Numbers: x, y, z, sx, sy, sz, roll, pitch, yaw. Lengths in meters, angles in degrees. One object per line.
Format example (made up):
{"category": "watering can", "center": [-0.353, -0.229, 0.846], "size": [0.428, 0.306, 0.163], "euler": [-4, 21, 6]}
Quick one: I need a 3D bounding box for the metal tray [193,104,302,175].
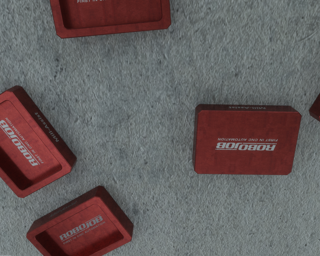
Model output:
{"category": "metal tray", "center": [0.112, 0.016, 0.414], "size": [0.131, 0.030, 0.089], "euler": [1, 110, -1]}

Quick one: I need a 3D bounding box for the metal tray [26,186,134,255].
{"category": "metal tray", "center": [-0.117, 0.154, 0.462], "size": [0.130, 0.030, 0.090], "euler": [-30, 108, 10]}

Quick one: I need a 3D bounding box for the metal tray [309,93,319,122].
{"category": "metal tray", "center": [0.265, -0.054, 0.389], "size": [0.090, 0.030, 0.129], "euler": [22, 109, -8]}

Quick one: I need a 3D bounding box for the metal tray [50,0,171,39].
{"category": "metal tray", "center": [-0.056, -0.153, 0.349], "size": [0.131, 0.030, 0.089], "euler": [-5, 110, 1]}

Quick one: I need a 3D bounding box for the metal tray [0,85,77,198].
{"category": "metal tray", "center": [-0.187, 0.021, 0.412], "size": [0.090, 0.030, 0.130], "euler": [-29, 108, 10]}
